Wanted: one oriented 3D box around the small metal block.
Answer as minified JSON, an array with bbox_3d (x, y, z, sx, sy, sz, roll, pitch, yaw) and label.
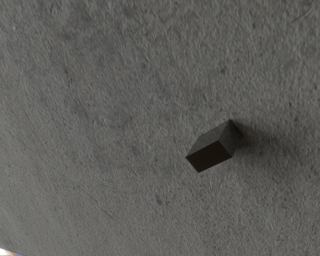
[{"bbox_3d":[0.065,0.021,0.370,0.050,0.050,0.025,-33,100,38],"label":"small metal block"}]
